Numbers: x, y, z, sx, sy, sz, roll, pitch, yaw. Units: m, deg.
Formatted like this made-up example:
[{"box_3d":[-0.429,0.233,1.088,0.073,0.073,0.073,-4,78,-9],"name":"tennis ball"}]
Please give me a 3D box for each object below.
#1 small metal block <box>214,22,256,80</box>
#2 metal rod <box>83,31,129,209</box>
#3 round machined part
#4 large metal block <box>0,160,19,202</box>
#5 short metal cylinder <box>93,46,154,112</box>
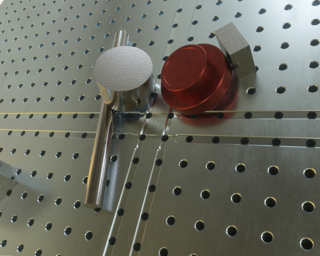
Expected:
[{"box_3d":[0.098,-0.099,0.401,0.025,0.050,0.050,-28,53,10],"name":"small metal block"},{"box_3d":[-0.076,-0.031,0.464,0.025,0.025,0.299,-10,57,23],"name":"metal rod"},{"box_3d":[0.040,-0.070,0.406,0.098,0.042,0.098,-17,58,31],"name":"round machined part"},{"box_3d":[-0.281,0.083,0.466,0.080,0.080,0.050,-47,52,-5],"name":"large metal block"},{"box_3d":[-0.049,-0.070,0.442,0.081,0.050,0.080,-1,60,2],"name":"short metal cylinder"}]
